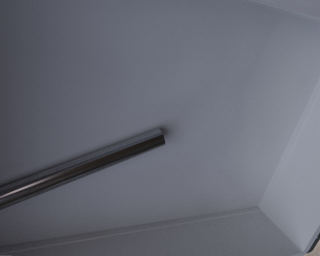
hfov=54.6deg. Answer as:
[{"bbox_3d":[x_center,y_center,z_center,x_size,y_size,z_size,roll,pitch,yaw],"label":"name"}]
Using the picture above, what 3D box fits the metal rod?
[{"bbox_3d":[-0.134,0.063,0.373,0.302,0.025,0.025,-21,126,-16],"label":"metal rod"}]
